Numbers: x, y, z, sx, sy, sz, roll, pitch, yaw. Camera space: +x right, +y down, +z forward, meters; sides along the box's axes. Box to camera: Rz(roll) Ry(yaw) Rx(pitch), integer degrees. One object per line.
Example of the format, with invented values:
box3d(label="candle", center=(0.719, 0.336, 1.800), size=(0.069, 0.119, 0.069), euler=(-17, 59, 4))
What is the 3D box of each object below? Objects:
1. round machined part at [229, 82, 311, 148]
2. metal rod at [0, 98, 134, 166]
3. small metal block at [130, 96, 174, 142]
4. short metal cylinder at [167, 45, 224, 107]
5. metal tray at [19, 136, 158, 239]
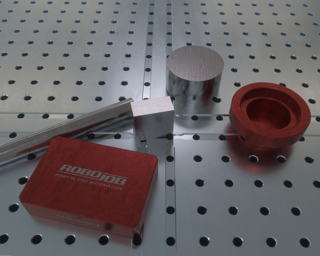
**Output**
box3d(label="round machined part", center=(0.140, -0.012, 0.408), size=(0.099, 0.042, 0.098), euler=(0, 50, 0))
box3d(label="metal rod", center=(-0.170, 0.023, 0.386), size=(0.302, 0.025, 0.025), euler=(-22, 54, -18))
box3d(label="small metal block", center=(-0.010, -0.011, 0.401), size=(0.050, 0.050, 0.025), euler=(-10, 51, -8))
box3d(label="short metal cylinder", center=(0.050, -0.077, 0.456), size=(0.081, 0.050, 0.080), euler=(0, 50, 0))
box3d(label="metal tray", center=(-0.075, 0.063, 0.351), size=(0.131, 0.030, 0.090), euler=(10, 51, 8))
